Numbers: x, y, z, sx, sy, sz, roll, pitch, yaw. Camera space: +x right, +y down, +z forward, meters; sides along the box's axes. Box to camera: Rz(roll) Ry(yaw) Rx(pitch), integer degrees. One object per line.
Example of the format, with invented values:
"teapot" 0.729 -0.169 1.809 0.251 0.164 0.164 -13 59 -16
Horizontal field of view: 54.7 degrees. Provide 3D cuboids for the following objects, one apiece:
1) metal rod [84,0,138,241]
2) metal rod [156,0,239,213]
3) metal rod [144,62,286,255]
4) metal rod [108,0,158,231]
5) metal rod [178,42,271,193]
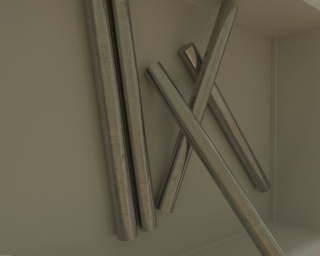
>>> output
"metal rod" -0.057 -0.017 0.358 0.025 0.025 0.298 -12 98 -39
"metal rod" 0.052 -0.033 0.425 0.025 0.025 0.299 23 83 -38
"metal rod" 0.070 0.047 0.393 0.025 0.025 0.299 -31 87 -36
"metal rod" -0.034 -0.021 0.377 0.025 0.025 0.298 -12 98 -39
"metal rod" 0.114 -0.003 0.501 0.025 0.025 0.299 -50 119 -28
